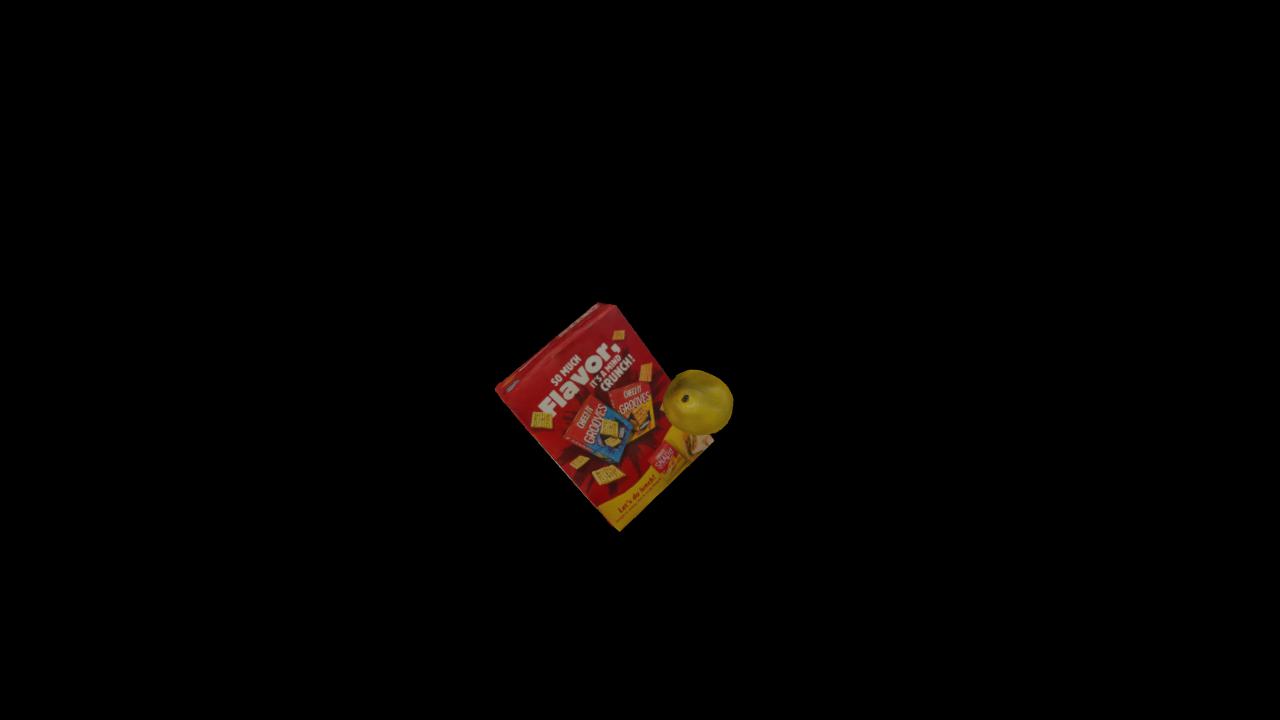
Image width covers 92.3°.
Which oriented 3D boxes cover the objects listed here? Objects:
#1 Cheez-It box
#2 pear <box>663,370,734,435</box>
[{"bbox_3d":[-0.038,0.067,0.737,0.166,0.223,0.071,-42,21,-12],"label":"Cheez-It box"},{"bbox_3d":[0.055,0.047,0.682,0.080,0.080,0.111,0,-8,29],"label":"pear"}]
